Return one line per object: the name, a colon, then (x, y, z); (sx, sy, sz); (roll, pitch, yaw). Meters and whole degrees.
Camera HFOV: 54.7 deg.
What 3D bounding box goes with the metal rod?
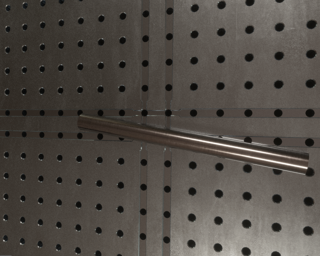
metal rod: (0.027, 0.016, 0.402); (0.301, 0.025, 0.025); (10, 94, 19)
